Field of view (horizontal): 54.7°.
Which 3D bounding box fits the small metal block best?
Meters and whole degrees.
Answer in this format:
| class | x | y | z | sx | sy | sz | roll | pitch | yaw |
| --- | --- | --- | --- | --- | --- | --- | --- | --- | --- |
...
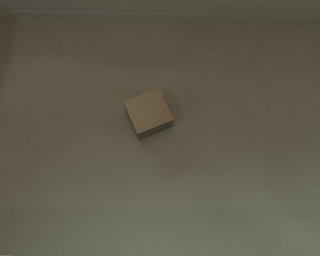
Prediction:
| class | x | y | z | sx | sy | sz | roll | pitch | yaw |
| --- | --- | --- | --- | --- | --- | --- | --- | --- | --- |
| small metal block | -0.015 | -0.019 | 0.413 | 0.050 | 0.025 | 0.050 | -22 | 72 | -8 |
